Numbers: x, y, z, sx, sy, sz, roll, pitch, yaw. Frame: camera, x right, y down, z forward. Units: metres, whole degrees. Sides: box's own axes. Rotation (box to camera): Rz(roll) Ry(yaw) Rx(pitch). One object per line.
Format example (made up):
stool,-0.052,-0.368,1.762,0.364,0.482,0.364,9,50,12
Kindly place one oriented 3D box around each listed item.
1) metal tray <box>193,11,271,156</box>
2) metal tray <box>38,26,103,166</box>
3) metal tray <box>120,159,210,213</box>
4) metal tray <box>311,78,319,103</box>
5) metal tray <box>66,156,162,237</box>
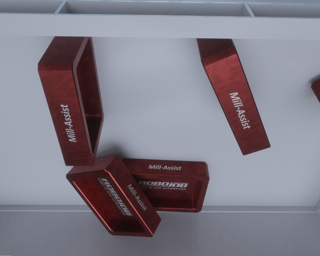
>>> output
metal tray,0.077,-0.045,0.328,0.030,0.090,0.130,-21,127,16
metal tray,-0.089,-0.033,0.337,0.030,0.090,0.129,0,130,0
metal tray,0.004,0.092,0.483,0.131,0.030,0.089,3,130,-3
metal tray,0.229,-0.017,0.322,0.090,0.130,0.030,-30,136,27
metal tray,-0.067,0.104,0.454,0.090,0.030,0.130,-12,118,36
